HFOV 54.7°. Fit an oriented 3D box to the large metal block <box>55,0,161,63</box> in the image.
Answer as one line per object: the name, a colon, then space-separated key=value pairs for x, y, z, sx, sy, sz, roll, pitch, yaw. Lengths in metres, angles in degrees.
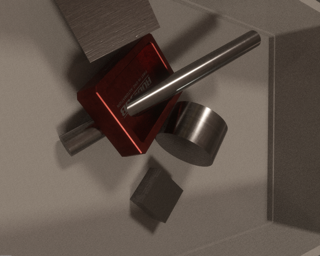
large metal block: x=-0.058 y=-0.124 z=0.322 sx=0.080 sy=0.050 sz=0.080 roll=-29 pitch=111 yaw=-6

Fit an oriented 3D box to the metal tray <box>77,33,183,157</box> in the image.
metal tray: x=-0.026 y=-0.042 z=0.359 sx=0.090 sy=0.030 sz=0.130 roll=56 pitch=42 yaw=-25

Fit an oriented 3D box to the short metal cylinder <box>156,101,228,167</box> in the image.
short metal cylinder: x=0.042 y=0.009 z=0.408 sx=0.080 sy=0.080 sz=0.050 roll=43 pitch=64 yaw=-32

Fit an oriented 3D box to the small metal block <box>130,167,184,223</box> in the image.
small metal block: x=-0.003 y=0.088 z=0.406 sx=0.050 sy=0.025 sz=0.050 roll=48 pitch=61 yaw=-30

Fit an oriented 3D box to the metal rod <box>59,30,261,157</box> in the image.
metal rod: x=0.018 y=-0.055 z=0.385 sx=0.302 sy=0.025 sz=0.025 roll=-32 pitch=111 yaw=-23
